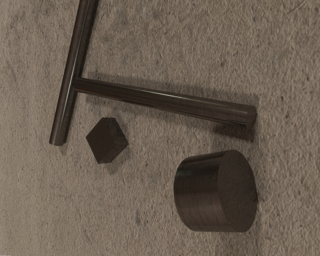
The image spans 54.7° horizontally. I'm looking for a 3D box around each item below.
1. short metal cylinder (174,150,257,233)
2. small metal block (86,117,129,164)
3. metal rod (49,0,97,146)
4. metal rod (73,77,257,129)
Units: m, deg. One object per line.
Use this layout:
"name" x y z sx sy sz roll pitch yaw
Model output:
"short metal cylinder" 0.059 0.065 0.319 0.050 0.081 0.080 -14 81 39
"small metal block" -0.081 0.019 0.469 0.050 0.025 0.050 -44 64 30
"metal rod" -0.144 -0.111 0.520 0.025 0.025 0.298 27 107 36
"metal rod" -0.018 -0.041 0.417 0.300 0.025 0.025 15 100 38
